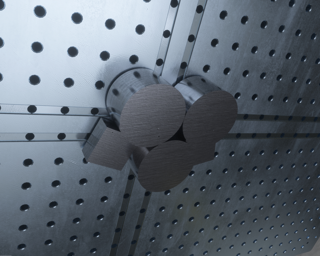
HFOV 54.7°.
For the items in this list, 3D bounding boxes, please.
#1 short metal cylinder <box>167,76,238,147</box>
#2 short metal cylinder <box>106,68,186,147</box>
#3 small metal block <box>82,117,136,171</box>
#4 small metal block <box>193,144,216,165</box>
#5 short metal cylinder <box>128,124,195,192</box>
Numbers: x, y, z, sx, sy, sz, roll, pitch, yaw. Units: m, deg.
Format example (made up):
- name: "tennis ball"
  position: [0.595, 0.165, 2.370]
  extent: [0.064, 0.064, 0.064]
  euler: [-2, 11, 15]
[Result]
- name: "short metal cylinder"
  position: [0.053, -0.022, 0.406]
  extent: [0.081, 0.050, 0.079]
  euler: [-14, 124, -21]
- name: "short metal cylinder"
  position: [-0.017, -0.024, 0.366]
  extent: [0.081, 0.050, 0.079]
  euler: [-14, 124, -21]
- name: "small metal block"
  position: [-0.061, 0.021, 0.387]
  extent: [0.050, 0.025, 0.050]
  euler: [23, 106, -37]
- name: "small metal block"
  position: [0.053, 0.026, 0.452]
  extent: [0.050, 0.025, 0.050]
  euler: [-13, 124, -21]
- name: "short metal cylinder"
  position: [-0.001, 0.038, 0.414]
  extent: [0.081, 0.050, 0.079]
  euler: [-14, 124, -21]
